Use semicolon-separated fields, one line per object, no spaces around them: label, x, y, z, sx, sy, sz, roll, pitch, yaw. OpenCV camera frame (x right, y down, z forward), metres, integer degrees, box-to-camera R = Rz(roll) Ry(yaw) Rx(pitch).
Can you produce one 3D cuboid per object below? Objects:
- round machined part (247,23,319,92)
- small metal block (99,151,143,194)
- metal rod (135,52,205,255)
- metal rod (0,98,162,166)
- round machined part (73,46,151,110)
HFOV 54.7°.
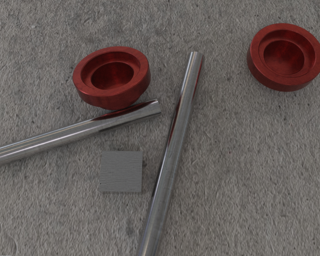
round machined part;0.171;-0.094;0.435;0.099;0.042;0.098;0;70;0
small metal block;-0.047;0.056;0.387;0.050;0.025;0.050;1;70;0
metal rod;0.016;0.034;0.395;0.025;0.025;0.299;14;70;5
metal rod;-0.145;0.017;0.400;0.302;0.025;0.025;-18;71;-7
round machined part;-0.061;-0.062;0.410;0.099;0.042;0.098;-4;50;5
